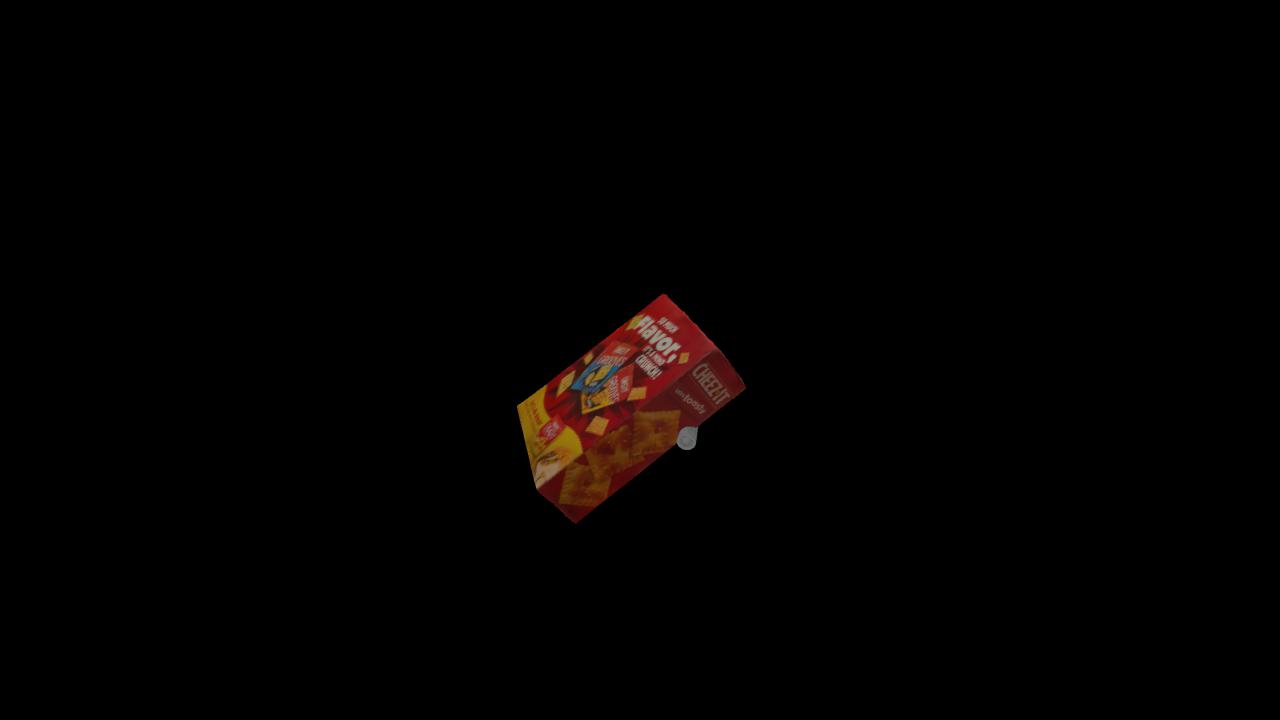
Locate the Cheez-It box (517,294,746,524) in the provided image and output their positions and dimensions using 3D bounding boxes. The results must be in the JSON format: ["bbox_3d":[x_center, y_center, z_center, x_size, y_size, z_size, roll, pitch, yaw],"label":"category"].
[{"bbox_3d":[-0.019,0.042,0.659,0.223,0.071,0.166,-39,30,2],"label":"Cheez-It box"}]

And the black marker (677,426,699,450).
[{"bbox_3d":[0.055,0.051,0.641,0.020,0.020,0.121,0,27,12],"label":"black marker"}]
